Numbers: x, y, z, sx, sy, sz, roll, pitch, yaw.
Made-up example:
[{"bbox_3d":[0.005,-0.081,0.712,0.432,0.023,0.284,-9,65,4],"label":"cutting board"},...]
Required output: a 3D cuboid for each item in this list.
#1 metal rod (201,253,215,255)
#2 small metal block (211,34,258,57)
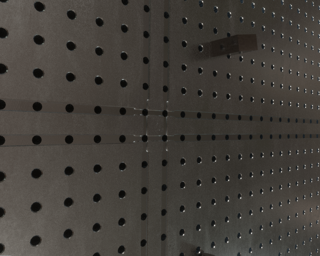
[{"bbox_3d":[0.043,0.338,0.448,0.025,0.025,0.299,22,76,-38],"label":"metal rod"},{"bbox_3d":[0.119,-0.132,0.495,0.050,0.050,0.025,-15,100,-39],"label":"small metal block"}]
